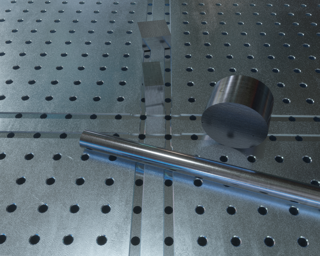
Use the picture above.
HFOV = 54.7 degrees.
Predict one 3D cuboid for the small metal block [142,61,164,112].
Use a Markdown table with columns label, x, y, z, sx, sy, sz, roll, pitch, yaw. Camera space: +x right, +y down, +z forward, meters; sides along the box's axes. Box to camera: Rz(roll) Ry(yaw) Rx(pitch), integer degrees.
| label | x | y | z | sx | sy | sz | roll | pitch | yaw |
| --- | --- | --- | --- | --- | --- | --- | --- | --- | --- |
| small metal block | -0.010 | -0.059 | 0.441 | 0.025 | 0.050 | 0.050 | -5 | 50 | -4 |

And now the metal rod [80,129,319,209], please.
| label | x | y | z | sx | sy | sz | roll | pitch | yaw |
| --- | --- | --- | --- | --- | --- | --- | --- | --- | --- |
| metal rod | 0.048 | 0.047 | 0.368 | 0.301 | 0.025 | 0.025 | 13 | 51 | 10 |

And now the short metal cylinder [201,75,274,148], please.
| label | x | y | z | sx | sy | sz | roll | pitch | yaw |
| --- | --- | --- | --- | --- | --- | --- | --- | --- | --- |
| short metal cylinder | 0.098 | -0.019 | 0.389 | 0.080 | 0.080 | 0.050 | 16 | 52 | 13 |

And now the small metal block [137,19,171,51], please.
| label | x | y | z | sx | sy | sz | roll | pitch | yaw |
| --- | --- | --- | --- | --- | --- | --- | --- | --- | --- |
| small metal block | -0.011 | -0.164 | 0.546 | 0.050 | 0.025 | 0.050 | -9 | 51 | -8 |
